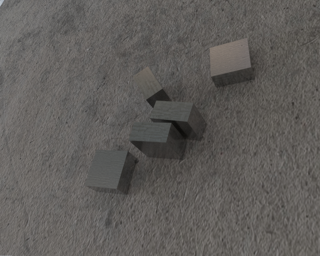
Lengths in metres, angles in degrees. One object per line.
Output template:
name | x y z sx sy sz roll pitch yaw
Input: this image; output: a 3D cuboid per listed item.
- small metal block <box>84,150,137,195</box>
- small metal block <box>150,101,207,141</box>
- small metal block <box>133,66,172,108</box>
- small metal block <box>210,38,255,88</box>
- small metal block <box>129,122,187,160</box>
small metal block | -0.063 0.057 0.402 0.050 0.025 0.050 0 62 28
small metal block | 0.023 -0.009 0.381 0.050 0.050 0.025 6 65 31
small metal block | -0.006 -0.047 0.420 0.025 0.050 0.050 -34 51 6
small metal block | 0.094 -0.085 0.407 0.050 0.025 0.050 -10 57 22
small metal block | -0.001 0.016 0.379 0.050 0.050 0.025 2 63 29
